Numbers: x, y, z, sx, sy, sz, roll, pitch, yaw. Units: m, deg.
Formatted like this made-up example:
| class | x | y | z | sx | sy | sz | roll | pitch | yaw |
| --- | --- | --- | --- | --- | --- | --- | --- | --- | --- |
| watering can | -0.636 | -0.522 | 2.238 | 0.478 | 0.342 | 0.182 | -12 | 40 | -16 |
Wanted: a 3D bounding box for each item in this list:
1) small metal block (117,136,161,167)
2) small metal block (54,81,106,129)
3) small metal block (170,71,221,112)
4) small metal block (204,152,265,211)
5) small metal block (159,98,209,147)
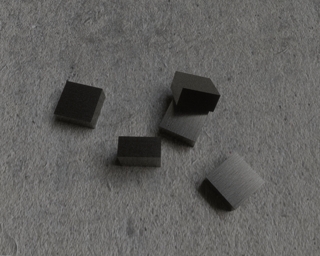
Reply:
| class | x | y | z | sx | sy | sz | roll | pitch | yaw |
| --- | --- | --- | --- | --- | --- | --- | --- | --- | --- |
| small metal block | -0.024 | 0.030 | 0.383 | 0.050 | 0.050 | 0.025 | 1 | 70 | 0 |
| small metal block | -0.107 | -0.031 | 0.419 | 0.050 | 0.025 | 0.050 | 13 | 71 | 4 |
| small metal block | 0.045 | -0.048 | 0.406 | 0.050 | 0.025 | 0.050 | 9 | 32 | -15 |
| small metal block | 0.091 | 0.066 | 0.384 | 0.050 | 0.025 | 0.050 | -38 | 75 | -13 |
| small metal block | 0.032 | -0.010 | 0.412 | 0.050 | 0.025 | 0.050 | 24 | 72 | 8 |
